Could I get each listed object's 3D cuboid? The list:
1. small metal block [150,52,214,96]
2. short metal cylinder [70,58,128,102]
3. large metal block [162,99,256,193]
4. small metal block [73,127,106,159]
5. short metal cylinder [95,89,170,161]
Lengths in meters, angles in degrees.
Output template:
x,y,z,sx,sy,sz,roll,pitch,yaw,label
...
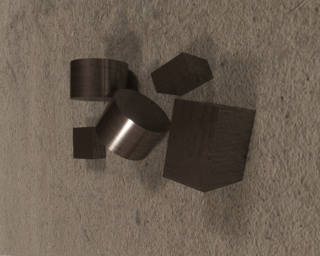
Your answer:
x,y,z,sx,sy,sz,roll,pitch,yaw,label
0.026,-0.062,0.365,0.050,0.050,0.025,-27,73,36,small metal block
-0.085,-0.065,0.437,0.080,0.081,0.050,1,91,39,short metal cylinder
0.053,0.015,0.324,0.050,0.081,0.079,15,99,39,large metal block
-0.114,0.024,0.496,0.050,0.025,0.050,-2,89,39,small metal block
-0.034,-0.005,0.395,0.080,0.081,0.050,52,120,27,short metal cylinder
